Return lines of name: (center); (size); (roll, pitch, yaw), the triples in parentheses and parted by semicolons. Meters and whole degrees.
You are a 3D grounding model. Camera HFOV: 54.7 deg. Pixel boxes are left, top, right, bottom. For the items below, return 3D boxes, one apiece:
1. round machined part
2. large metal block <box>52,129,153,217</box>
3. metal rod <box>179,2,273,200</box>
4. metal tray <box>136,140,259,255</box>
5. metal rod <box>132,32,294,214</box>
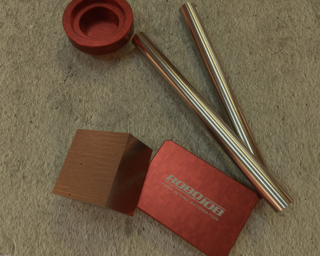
round machined part: (-0.087, -0.148, 0.452); (0.099, 0.042, 0.098); (0, 70, -1)
large metal block: (-0.065, 0.050, 0.358); (0.080, 0.050, 0.080); (4, 67, 33)
metal rod: (0.087, -0.050, 0.427); (0.025, 0.025, 0.299); (-17, 71, -6)
metal tray: (0.038, 0.085, 0.375); (0.130, 0.030, 0.090); (32, 73, 10)
metal rod: (0.055, -0.022, 0.402); (0.025, 0.025, 0.300); (-33, 68, -12)
